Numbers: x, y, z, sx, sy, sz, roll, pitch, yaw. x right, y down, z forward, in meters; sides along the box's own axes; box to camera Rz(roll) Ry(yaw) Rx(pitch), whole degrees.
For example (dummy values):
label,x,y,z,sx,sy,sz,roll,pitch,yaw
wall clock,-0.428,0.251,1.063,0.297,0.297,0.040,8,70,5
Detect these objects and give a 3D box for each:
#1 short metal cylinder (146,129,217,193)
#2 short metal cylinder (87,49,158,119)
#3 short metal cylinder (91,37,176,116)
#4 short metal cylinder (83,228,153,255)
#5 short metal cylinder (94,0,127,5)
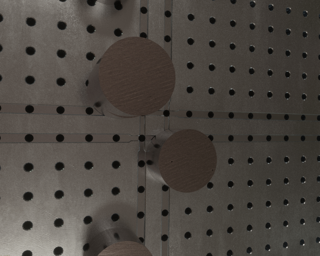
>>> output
label,x,y,z,sx,sy,sz,roll,pitch,yaw
short metal cylinder,0.027,0.041,0.411,0.081,0.050,0.079,0,90,-21
short metal cylinder,-0.046,-0.052,0.383,0.081,0.050,0.079,0,90,-20
short metal cylinder,-0.030,-0.052,0.336,0.081,0.050,0.079,0,90,-21
short metal cylinder,-0.051,0.171,0.381,0.081,0.050,0.079,0,90,-21
short metal cylinder,-0.060,-0.199,0.378,0.081,0.050,0.079,0,90,-21
